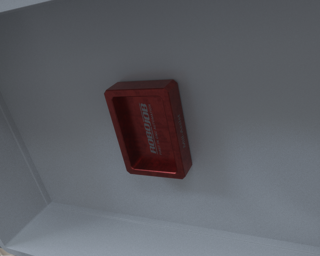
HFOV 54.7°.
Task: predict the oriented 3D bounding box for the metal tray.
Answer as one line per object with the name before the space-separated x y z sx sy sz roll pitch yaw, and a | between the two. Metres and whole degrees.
metal tray | -0.013 0.003 0.409 0.090 0.030 0.129 1 119 26
